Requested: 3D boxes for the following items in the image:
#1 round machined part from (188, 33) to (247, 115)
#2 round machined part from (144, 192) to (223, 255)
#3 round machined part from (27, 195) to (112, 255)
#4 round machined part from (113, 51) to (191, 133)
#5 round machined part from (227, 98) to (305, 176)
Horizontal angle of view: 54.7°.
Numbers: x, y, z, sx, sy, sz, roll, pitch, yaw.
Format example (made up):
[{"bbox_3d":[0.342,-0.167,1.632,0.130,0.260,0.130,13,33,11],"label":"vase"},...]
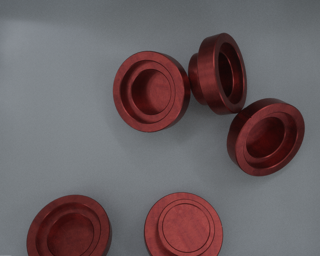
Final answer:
[{"bbox_3d":[0.070,-0.064,0.385,0.042,0.099,0.097,-6,90,36],"label":"round machined part"},{"bbox_3d":[0.030,0.126,0.382,0.099,0.042,0.098,2,61,-4],"label":"round machined part"},{"bbox_3d":[-0.109,0.137,0.387,0.099,0.042,0.098,0,55,1],"label":"round machined part"},{"bbox_3d":[-0.007,-0.045,0.390,0.098,0.042,0.097,4,98,27],"label":"round machined part"},{"bbox_3d":[0.127,0.008,0.390,0.099,0.042,0.097,-8,115,-17],"label":"round machined part"}]
